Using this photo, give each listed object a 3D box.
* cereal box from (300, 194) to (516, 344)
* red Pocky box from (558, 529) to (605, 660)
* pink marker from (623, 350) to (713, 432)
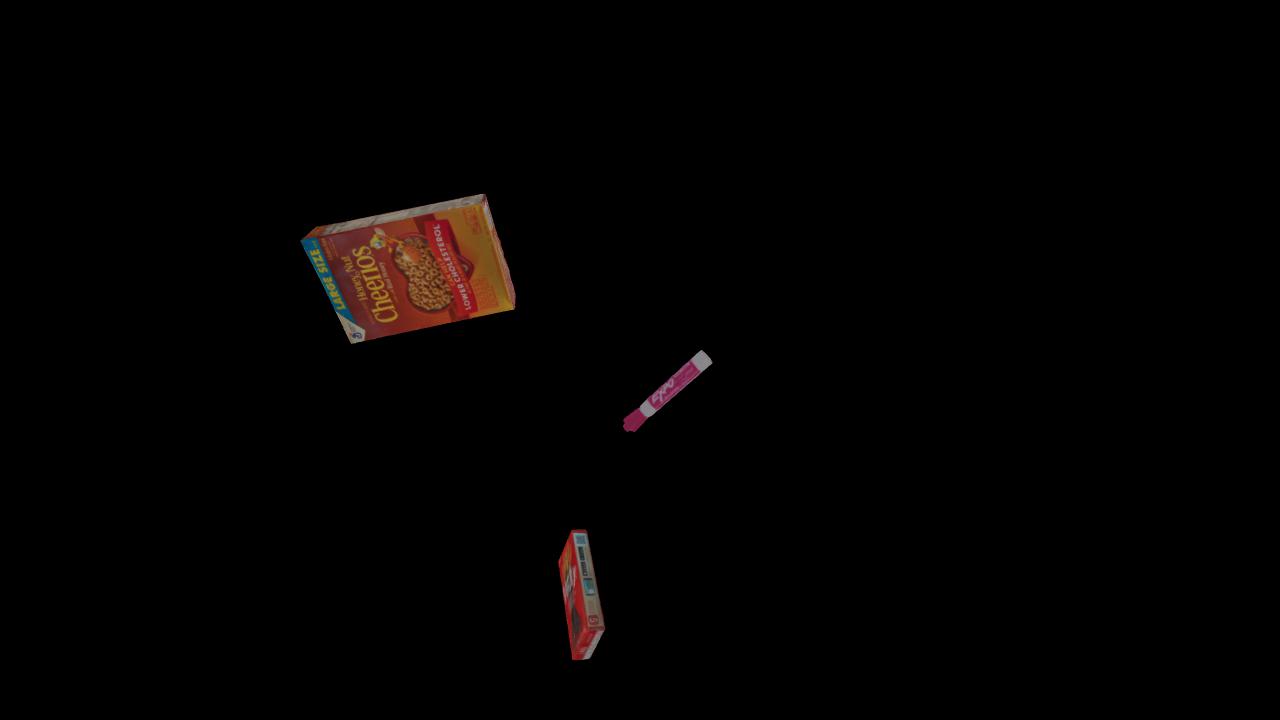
[{"bbox_3d":[-0.393,-0.157,1.080,0.306,0.203,0.081,-12,31,-3],"label":"cereal box"},{"bbox_3d":[-0.085,0.325,0.860,0.028,0.083,0.155,5,38,-21],"label":"red Pocky box"},{"bbox_3d":[0.027,0.036,0.663,0.121,0.020,0.020,-43,-11,13],"label":"pink marker"}]
